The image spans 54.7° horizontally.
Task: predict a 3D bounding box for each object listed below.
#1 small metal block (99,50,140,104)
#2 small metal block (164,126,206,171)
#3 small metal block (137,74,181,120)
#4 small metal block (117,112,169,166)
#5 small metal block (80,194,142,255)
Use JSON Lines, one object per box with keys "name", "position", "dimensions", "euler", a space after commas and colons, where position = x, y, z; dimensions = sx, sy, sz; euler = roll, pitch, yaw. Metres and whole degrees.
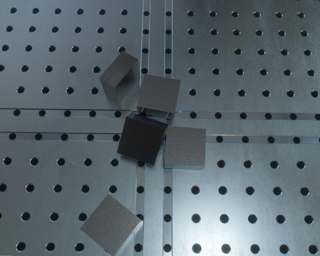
{"name": "small metal block", "position": [-0.053, -0.068, 0.423], "dimensions": [0.025, 0.050, 0.050], "euler": [33, 73, 11]}
{"name": "small metal block", "position": [0.032, 0.027, 0.402], "dimensions": [0.050, 0.025, 0.050], "euler": [4, 70, 1]}
{"name": "small metal block", "position": [-0.001, -0.043, 0.427], "dimensions": [0.050, 0.025, 0.050], "euler": [11, 70, 3]}
{"name": "small metal block", "position": [-0.022, 0.013, 0.393], "dimensions": [0.050, 0.025, 0.050], "euler": [19, 107, 6]}
{"name": "small metal block", "position": [-0.057, 0.115, 0.369], "dimensions": [0.050, 0.025, 0.050], "euler": [35, 73, 11]}
